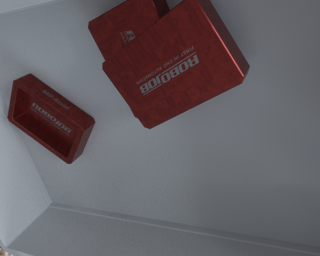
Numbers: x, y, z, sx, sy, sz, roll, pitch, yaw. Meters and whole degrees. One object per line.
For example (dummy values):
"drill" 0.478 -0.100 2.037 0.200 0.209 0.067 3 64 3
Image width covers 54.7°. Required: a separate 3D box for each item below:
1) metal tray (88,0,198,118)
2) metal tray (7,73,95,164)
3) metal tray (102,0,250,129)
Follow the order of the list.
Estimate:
"metal tray" -0.016 -0.081 0.362 0.090 0.030 0.129 -14 111 33
"metal tray" -0.173 -0.013 0.486 0.130 0.030 0.089 35 129 4
"metal tray" 0.012 -0.062 0.320 0.130 0.030 0.090 -26 105 36
